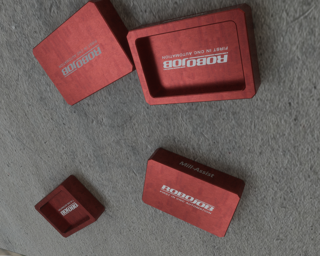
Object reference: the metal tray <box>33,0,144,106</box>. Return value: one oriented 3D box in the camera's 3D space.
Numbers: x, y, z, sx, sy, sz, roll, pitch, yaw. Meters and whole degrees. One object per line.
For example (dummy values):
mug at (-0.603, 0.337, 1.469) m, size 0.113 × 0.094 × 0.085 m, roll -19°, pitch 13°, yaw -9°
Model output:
metal tray at (-0.094, -0.092, 0.396) m, size 0.130 × 0.030 × 0.090 m, roll -21°, pitch 107°, yaw 36°

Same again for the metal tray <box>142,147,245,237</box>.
metal tray at (0.043, 0.091, 0.437) m, size 0.130 × 0.030 × 0.089 m, roll 21°, pitch 126°, yaw 15°

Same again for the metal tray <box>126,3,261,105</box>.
metal tray at (0.036, -0.075, 0.338) m, size 0.130 × 0.030 × 0.089 m, roll -2°, pitch 118°, yaw 29°

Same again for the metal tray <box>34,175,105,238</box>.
metal tray at (-0.174, 0.152, 0.589) m, size 0.090 × 0.030 × 0.129 m, roll 48°, pitch 129°, yaw -6°
